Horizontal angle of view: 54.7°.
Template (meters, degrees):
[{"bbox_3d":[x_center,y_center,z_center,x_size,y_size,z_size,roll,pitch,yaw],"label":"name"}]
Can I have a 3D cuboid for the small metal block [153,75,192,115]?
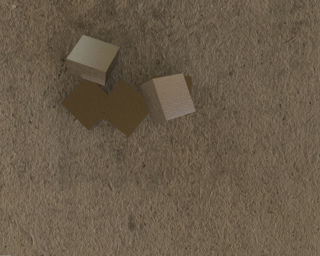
[{"bbox_3d":[0.015,-0.043,0.411,0.050,0.025,0.050,2,90,-1],"label":"small metal block"}]

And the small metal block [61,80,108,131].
[{"bbox_3d":[-0.092,-0.032,0.409,0.050,0.025,0.050,-45,91,0],"label":"small metal block"}]

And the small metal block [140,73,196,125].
[{"bbox_3d":[0.010,-0.035,0.374,0.050,0.025,0.050,-19,90,-40],"label":"small metal block"}]

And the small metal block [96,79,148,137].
[{"bbox_3d":[-0.042,-0.024,0.384,0.050,0.025,0.050,38,90,-1],"label":"small metal block"}]

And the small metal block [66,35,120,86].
[{"bbox_3d":[-0.085,-0.088,0.398,0.050,0.025,0.050,19,53,-1],"label":"small metal block"}]
